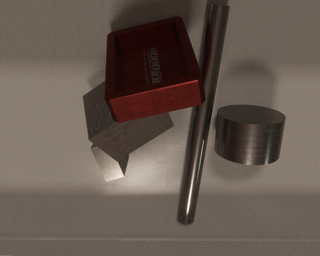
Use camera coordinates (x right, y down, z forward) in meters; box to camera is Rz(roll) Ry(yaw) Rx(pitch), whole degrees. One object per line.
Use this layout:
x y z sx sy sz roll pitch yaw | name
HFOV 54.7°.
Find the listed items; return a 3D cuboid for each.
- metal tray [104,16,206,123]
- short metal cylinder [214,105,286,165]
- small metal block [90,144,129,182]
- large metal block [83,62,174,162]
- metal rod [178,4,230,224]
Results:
-0.009 -0.068 0.330 0.090 0.130 0.030 -12 134 4 | metal tray
0.110 0.006 0.386 0.081 0.080 0.050 1 110 -1 | short metal cylinder
-0.065 0.035 0.410 0.025 0.050 0.050 -17 110 7 | small metal block
-0.040 -0.021 0.366 0.080 0.080 0.050 -32 134 11 | large metal block
0.054 -0.004 0.410 0.025 0.025 0.298 5 110 -3 | metal rod
